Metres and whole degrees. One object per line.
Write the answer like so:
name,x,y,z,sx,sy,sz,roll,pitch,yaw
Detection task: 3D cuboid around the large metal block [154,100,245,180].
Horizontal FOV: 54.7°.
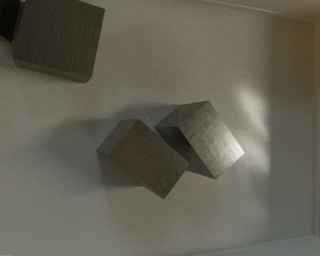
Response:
large metal block,0.048,0.014,0.400,0.050,0.080,0.080,-40,103,-16

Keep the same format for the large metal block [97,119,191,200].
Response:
large metal block,-0.023,0.034,0.374,0.080,0.080,0.050,41,77,-16

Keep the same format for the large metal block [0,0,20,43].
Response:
large metal block,-0.182,-0.140,0.307,0.050,0.080,0.080,10,87,-1

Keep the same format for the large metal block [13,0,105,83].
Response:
large metal block,-0.114,-0.102,0.355,0.081,0.050,0.080,11,86,-20
